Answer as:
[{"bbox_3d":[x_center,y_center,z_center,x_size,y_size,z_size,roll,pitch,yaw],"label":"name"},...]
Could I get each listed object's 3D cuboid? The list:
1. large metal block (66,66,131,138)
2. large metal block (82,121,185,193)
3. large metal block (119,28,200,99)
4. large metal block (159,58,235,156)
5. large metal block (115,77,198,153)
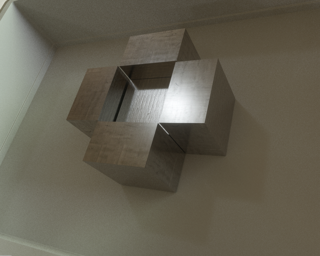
[{"bbox_3d":[-0.069,-0.026,0.422,0.050,0.080,0.080,1,62,29],"label":"large metal block"},{"bbox_3d":[-0.027,0.034,0.362,0.080,0.080,0.050,2,63,29],"label":"large metal block"},{"bbox_3d":[0.006,-0.081,0.415,0.080,0.080,0.050,1,62,28],"label":"large metal block"},{"bbox_3d":[0.047,-0.022,0.358,0.050,0.080,0.080,1,62,29],"label":"large metal block"},{"bbox_3d":[-0.004,-0.017,0.399,0.080,0.050,0.080,1,62,28],"label":"large metal block"}]
